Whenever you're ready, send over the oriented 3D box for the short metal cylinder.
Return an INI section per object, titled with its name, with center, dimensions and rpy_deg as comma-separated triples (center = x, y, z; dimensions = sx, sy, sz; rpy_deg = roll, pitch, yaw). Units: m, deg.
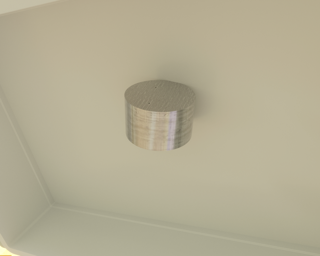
[short metal cylinder]
center = -0.001, -0.017, 0.363
dimensions = 0.080, 0.080, 0.050
rpy_deg = 15, 125, 19
